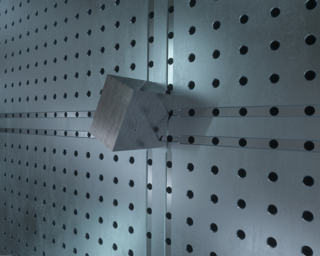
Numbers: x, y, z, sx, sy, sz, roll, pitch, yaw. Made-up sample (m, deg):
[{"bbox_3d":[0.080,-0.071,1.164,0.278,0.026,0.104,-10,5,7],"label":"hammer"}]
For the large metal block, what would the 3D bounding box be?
[{"bbox_3d":[-0.034,-0.019,0.403,0.050,0.081,0.080,34,111,35],"label":"large metal block"}]
